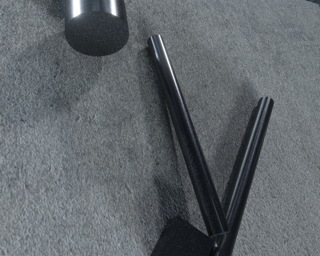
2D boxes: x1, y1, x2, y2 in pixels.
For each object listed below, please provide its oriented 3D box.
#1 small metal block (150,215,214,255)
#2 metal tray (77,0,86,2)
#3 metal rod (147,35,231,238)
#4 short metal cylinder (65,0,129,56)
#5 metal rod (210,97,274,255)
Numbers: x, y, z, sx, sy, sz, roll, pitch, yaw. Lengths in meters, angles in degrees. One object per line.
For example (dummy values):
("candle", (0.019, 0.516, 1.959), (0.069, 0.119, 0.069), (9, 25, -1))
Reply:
("small metal block", (0.024, 0.132, 0.336), (0.050, 0.025, 0.050), (36, 51, -4))
("metal tray", (-0.117, -0.263, 0.497), (0.090, 0.030, 0.131), (40, 51, -1))
("metal rod", (0.030, -0.009, 0.414), (0.025, 0.025, 0.299), (0, 58, -28))
("short metal cylinder", (-0.084, -0.140, 0.409), (0.081, 0.080, 0.050), (5, 60, -26))
("metal rod", (0.121, 0.057, 0.433), (0.025, 0.025, 0.301), (35, 51, -5))
